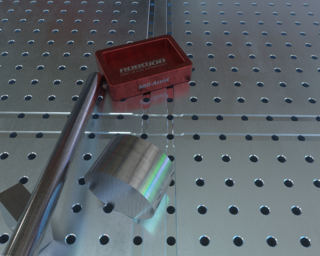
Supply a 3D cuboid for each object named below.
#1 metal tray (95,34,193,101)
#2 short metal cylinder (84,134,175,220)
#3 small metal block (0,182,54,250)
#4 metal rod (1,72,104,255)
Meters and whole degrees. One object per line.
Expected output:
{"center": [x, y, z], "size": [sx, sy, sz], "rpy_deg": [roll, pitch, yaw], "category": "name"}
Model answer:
{"center": [-0.026, -0.098, 0.486], "size": [0.131, 0.030, 0.090], "rpy_deg": [-18, 52, -15], "category": "metal tray"}
{"center": [-0.031, 0.052, 0.328], "size": [0.080, 0.080, 0.050], "rpy_deg": [20, 53, 16], "category": "short metal cylinder"}
{"center": [-0.135, 0.091, 0.311], "size": [0.050, 0.050, 0.025], "rpy_deg": [35, 47, 26], "category": "small metal block"}
{"center": [-0.104, 0.017, 0.351], "size": [0.025, 0.025, 0.300], "rpy_deg": [2, 38, 2], "category": "metal rod"}
